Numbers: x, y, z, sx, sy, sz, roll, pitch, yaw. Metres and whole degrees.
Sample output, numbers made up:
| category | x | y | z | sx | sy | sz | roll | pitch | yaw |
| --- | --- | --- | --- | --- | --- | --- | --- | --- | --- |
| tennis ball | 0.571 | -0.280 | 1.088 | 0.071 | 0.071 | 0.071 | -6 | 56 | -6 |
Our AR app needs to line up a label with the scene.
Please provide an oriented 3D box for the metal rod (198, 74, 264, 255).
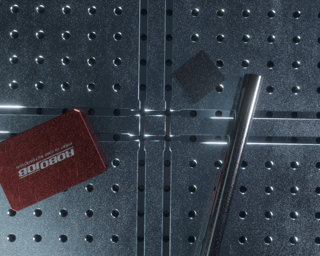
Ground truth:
| category | x | y | z | sx | sy | sz | roll | pitch | yaw |
| --- | --- | --- | --- | --- | --- | --- | --- | --- | --- |
| metal rod | 0.089 | 0.075 | 0.414 | 0.025 | 0.025 | 0.298 | 14 | 90 | -1 |

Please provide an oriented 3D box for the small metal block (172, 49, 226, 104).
| category | x | y | z | sx | sy | sz | roll | pitch | yaw |
| --- | --- | --- | --- | --- | --- | --- | --- | --- | --- |
| small metal block | 0.051 | -0.067 | 0.414 | 0.050 | 0.025 | 0.050 | -39 | 91 | 0 |

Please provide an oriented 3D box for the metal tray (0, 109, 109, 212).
| category | x | y | z | sx | sy | sz | roll | pitch | yaw |
| --- | --- | --- | --- | --- | --- | --- | --- | --- | --- |
| metal tray | -0.146 | 0.041 | 0.409 | 0.131 | 0.030 | 0.090 | -24 | 90 | -1 |
